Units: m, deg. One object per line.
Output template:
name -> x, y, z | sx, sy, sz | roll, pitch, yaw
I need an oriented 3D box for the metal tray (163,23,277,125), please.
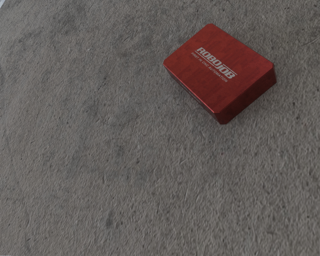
metal tray -> 0.074, -0.076, 0.409 | 0.090, 0.030, 0.130 | -40, 51, 1
